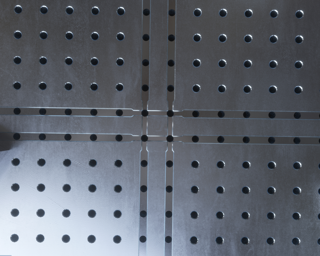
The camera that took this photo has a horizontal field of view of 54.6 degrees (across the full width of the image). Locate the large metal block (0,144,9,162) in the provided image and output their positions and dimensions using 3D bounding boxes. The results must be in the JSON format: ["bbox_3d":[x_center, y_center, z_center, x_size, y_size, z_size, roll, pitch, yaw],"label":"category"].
[{"bbox_3d":[-0.263,0.041,0.399,0.080,0.050,0.080,34,90,0],"label":"large metal block"}]
